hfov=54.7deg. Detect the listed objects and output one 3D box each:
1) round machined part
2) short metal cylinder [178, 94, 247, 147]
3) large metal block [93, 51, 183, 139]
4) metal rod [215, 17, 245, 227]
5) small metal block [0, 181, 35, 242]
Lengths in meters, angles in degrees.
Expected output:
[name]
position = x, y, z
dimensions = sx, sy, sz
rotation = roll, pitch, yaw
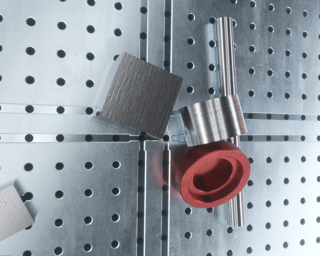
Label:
[round machined part]
position = 0.067, 0.057, 0.415
dimensions = 0.099, 0.042, 0.097
rotation = -9, 123, -14
[short metal cylinder]
position = 0.069, -0.009, 0.407
dimensions = 0.081, 0.080, 0.050
rotation = -13, 88, -20
[large metal block]
position = -0.028, -0.038, 0.390
dimensions = 0.080, 0.050, 0.080
rotation = 21, 83, -19
[metal rod]
position = 0.102, -0.008, 0.451
dimensions = 0.025, 0.025, 0.298
rotation = -5, 92, -20
[small metal block]
position = -0.177, 0.095, 0.348
dimensions = 0.050, 0.025, 0.050
rotation = -27, 99, -18
